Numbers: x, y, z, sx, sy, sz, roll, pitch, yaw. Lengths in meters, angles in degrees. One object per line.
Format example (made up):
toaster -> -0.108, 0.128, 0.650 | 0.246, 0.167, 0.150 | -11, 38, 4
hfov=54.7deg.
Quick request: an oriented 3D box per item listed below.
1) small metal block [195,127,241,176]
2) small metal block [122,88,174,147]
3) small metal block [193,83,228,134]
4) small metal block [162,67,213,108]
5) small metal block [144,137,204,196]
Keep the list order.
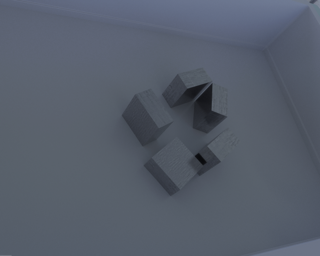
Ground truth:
small metal block -> 0.071, 0.032, 0.408 | 0.025, 0.050, 0.050 | 49, 51, 6
small metal block -> -0.017, -0.013, 0.388 | 0.025, 0.050, 0.050 | -26, 76, -37
small metal block -> 0.072, -0.028, 0.445 | 0.025, 0.050, 0.050 | 20, 54, -17
small metal block -> 0.039, -0.058, 0.446 | 0.050, 0.050, 0.025 | -21, 73, -36
small metal block -> 0.017, 0.047, 0.386 | 0.050, 0.025, 0.050 | 48, 51, 5
